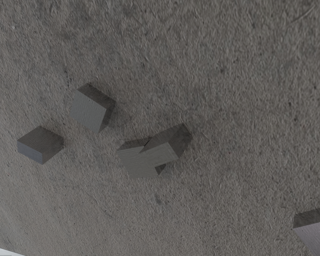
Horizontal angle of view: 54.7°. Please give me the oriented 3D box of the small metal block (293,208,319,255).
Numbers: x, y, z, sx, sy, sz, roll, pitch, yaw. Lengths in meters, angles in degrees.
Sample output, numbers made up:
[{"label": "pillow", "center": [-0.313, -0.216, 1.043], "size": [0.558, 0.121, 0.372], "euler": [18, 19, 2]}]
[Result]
[{"label": "small metal block", "center": [0.201, 0.127, 0.379], "size": [0.050, 0.025, 0.050], "euler": [-33, 100, 38]}]

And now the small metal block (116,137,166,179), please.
[{"label": "small metal block", "center": [-0.027, 0.044, 0.448], "size": [0.050, 0.025, 0.050], "euler": [-12, 113, 33]}]

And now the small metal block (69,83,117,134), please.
[{"label": "small metal block", "center": [-0.096, -0.027, 0.441], "size": [0.050, 0.025, 0.050], "euler": [33, 129, 6]}]

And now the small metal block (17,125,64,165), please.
[{"label": "small metal block", "center": [-0.197, 0.027, 0.511], "size": [0.050, 0.050, 0.025], "euler": [25, 127, 13]}]

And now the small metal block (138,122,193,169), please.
[{"label": "small metal block", "center": [0.008, 0.023, 0.401], "size": [0.050, 0.050, 0.025], "euler": [-24, 105, 36]}]
